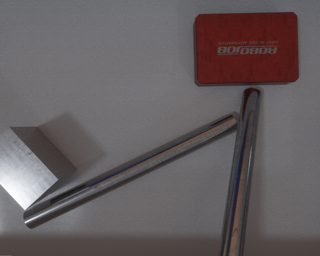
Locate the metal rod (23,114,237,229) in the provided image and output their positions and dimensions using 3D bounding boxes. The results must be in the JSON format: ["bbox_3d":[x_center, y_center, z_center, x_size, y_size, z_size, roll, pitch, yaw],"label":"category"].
[{"bbox_3d":[-0.037,0.057,0.410,0.301,0.025,0.025,-25,90,-1],"label":"metal rod"}]

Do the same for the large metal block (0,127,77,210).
[{"bbox_3d":[-0.158,0.044,0.382,0.050,0.080,0.080,-43,91,0],"label":"large metal block"}]

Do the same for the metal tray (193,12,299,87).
[{"bbox_3d":[0.112,-0.103,0.410,0.131,0.030,0.089,-2,90,-1],"label":"metal tray"}]

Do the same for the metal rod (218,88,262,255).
[{"bbox_3d":[0.087,0.082,0.346,0.025,0.025,0.300,16,62,0],"label":"metal rod"}]
